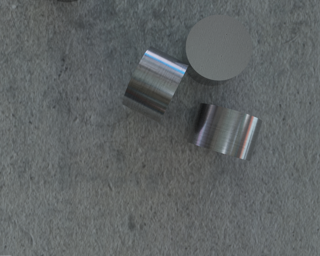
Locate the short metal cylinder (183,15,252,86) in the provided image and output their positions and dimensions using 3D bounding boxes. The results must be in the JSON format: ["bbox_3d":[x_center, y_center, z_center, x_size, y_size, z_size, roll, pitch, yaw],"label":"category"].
[{"bbox_3d":[0.071,-0.097,0.398,0.081,0.050,0.079,0,90,-1],"label":"short metal cylinder"}]

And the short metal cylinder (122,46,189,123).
[{"bbox_3d":[-0.005,-0.053,0.382,0.050,0.080,0.080,27,90,-1],"label":"short metal cylinder"}]

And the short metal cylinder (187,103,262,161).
[{"bbox_3d":[0.079,0.005,0.384,0.080,0.080,0.050,17,90,-1],"label":"short metal cylinder"}]

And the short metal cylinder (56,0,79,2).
[{"bbox_3d":[-0.126,-0.210,0.396,0.081,0.050,0.079,0,90,-1],"label":"short metal cylinder"}]
